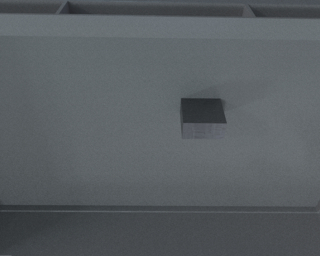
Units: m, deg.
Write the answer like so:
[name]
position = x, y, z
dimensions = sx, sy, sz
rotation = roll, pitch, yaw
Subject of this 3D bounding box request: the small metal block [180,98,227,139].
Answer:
[small metal block]
position = 0.052, -0.012, 0.383
dimensions = 0.050, 0.050, 0.025
rotation = 1, 130, -1
